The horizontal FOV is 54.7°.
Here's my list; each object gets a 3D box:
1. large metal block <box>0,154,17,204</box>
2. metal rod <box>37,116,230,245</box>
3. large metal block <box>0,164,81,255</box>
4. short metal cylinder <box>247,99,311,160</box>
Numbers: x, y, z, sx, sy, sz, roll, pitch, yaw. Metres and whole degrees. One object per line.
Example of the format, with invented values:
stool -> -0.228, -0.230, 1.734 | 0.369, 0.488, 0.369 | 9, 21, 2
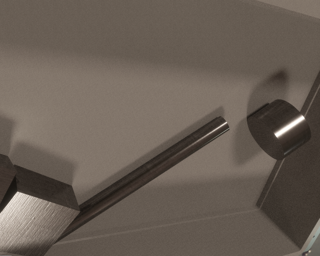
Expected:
large metal block -> -0.204, 0.058, 0.304 | 0.080, 0.050, 0.080 | 29, 86, -38
metal rod -> -0.031, 0.072, 0.437 | 0.301, 0.025, 0.025 | -32, 129, -8
large metal block -> -0.158, 0.102, 0.370 | 0.080, 0.050, 0.080 | 34, 99, -39
short metal cylinder -> 0.181, 0.003, 0.477 | 0.050, 0.080, 0.080 | -33, 129, -7
